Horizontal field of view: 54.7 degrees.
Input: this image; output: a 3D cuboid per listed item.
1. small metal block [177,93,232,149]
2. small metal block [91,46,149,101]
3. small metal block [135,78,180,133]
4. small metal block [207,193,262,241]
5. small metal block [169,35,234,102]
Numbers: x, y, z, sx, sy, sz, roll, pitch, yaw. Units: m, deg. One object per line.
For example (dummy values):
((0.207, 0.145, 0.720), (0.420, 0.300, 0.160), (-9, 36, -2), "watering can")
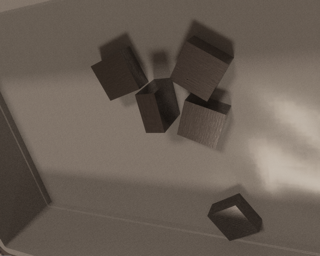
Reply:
((0.053, -0.009, 0.374), (0.050, 0.025, 0.050), (21, 126, 15), "small metal block")
((-0.051, -0.068, 0.392), (0.050, 0.025, 0.050), (-17, 110, 34), "small metal block")
((-0.001, -0.028, 0.375), (0.025, 0.050, 0.050), (-1, 118, 28), "small metal block")
((0.104, 0.125, 0.430), (0.050, 0.025, 0.050), (49, 128, -7), "small metal block")
((0.045, -0.066, 0.343), (0.050, 0.025, 0.050), (31, 128, 7), "small metal block")
